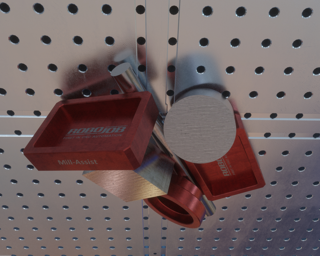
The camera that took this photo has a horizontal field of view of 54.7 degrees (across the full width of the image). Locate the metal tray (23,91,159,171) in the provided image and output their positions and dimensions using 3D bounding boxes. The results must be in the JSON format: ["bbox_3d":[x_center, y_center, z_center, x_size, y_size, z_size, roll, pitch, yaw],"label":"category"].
[{"bbox_3d":[-0.075,0.003,0.348,0.130,0.090,0.030,-3,133,22],"label":"metal tray"}]

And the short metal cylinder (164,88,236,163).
[{"bbox_3d":[0.048,-0.004,0.368,0.080,0.050,0.079,3,107,10],"label":"short metal cylinder"}]

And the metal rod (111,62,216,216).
[{"bbox_3d":[0.019,0.036,0.437,0.025,0.025,0.299,-20,128,16],"label":"metal rod"}]

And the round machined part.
[{"bbox_3d":[0.025,0.106,0.467,0.098,0.042,0.098,24,149,16],"label":"round machined part"}]

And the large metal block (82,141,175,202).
[{"bbox_3d":[-0.041,0.053,0.411,0.080,0.050,0.080,-22,130,40],"label":"large metal block"}]

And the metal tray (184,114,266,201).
[{"bbox_3d":[0.090,0.048,0.445,0.090,0.030,0.130,-20,128,16],"label":"metal tray"}]
